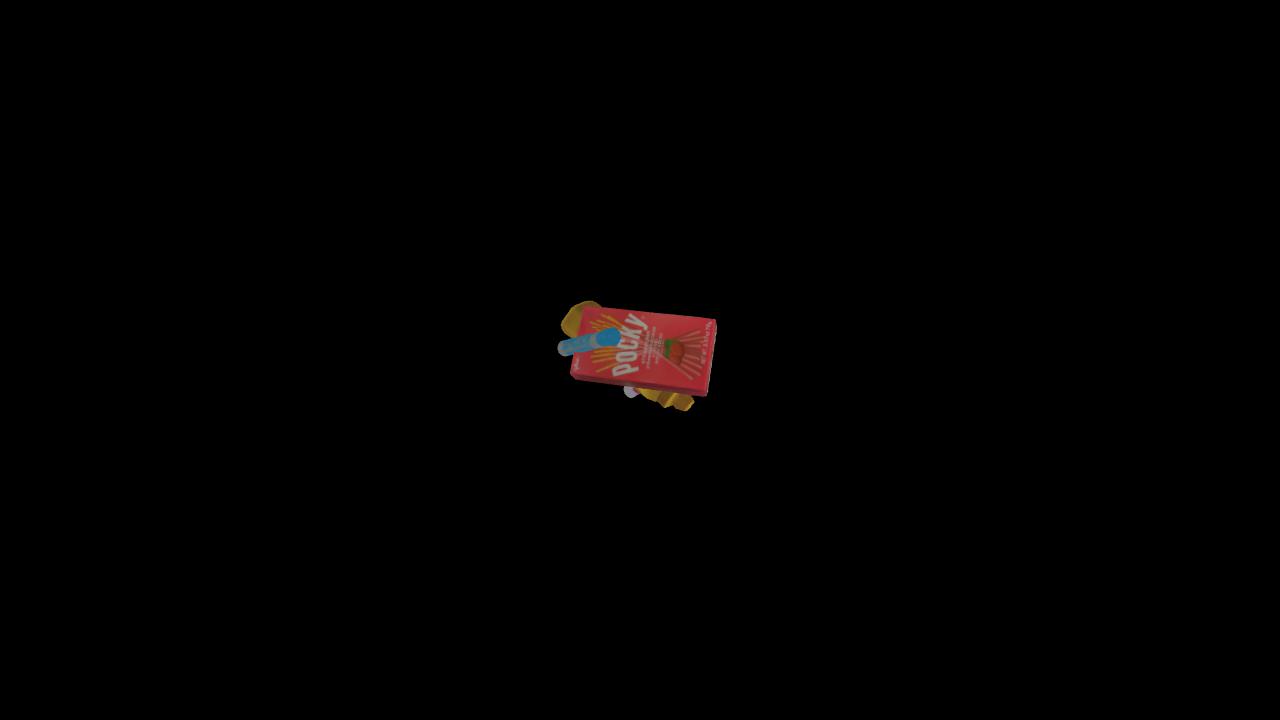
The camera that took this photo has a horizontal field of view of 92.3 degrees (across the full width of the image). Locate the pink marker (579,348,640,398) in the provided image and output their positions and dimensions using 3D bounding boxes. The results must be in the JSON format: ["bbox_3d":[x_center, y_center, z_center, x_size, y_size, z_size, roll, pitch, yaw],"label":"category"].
[{"bbox_3d":[0.026,0.015,0.734,0.020,0.020,0.121,0,-24,-47],"label":"pink marker"}]

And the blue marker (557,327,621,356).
[{"bbox_3d":[-0.056,-0.019,0.668,0.020,0.020,0.121,0,-5,-32],"label":"blue marker"}]

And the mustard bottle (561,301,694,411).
[{"bbox_3d":[-0.008,0.000,0.758,0.184,0.054,0.092,39,6,13],"label":"mustard bottle"}]

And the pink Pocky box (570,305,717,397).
[{"bbox_3d":[0.004,-0.011,0.687,0.155,0.084,0.029,7,-15,11],"label":"pink Pocky box"}]
